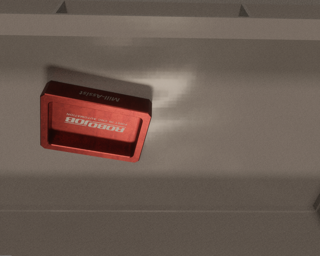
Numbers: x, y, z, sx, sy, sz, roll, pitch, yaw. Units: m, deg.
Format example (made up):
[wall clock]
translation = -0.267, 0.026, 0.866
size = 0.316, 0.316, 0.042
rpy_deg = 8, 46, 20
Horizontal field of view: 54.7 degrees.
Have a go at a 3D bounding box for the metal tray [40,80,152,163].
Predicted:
[metal tray]
translation = -0.083, -0.005, 0.400
size = 0.131, 0.030, 0.089
rpy_deg = 10, 129, -9
